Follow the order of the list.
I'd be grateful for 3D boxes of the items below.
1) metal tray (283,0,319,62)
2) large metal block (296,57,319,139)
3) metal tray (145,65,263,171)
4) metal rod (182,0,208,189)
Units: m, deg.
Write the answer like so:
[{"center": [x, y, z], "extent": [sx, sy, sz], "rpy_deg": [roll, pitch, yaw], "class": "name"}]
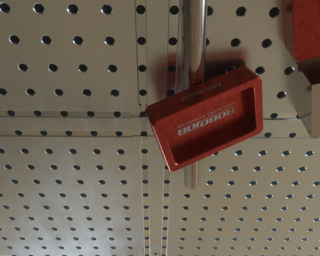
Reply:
[{"center": [0.193, -0.126, 0.303], "extent": [0.130, 0.030, 0.090], "rpy_deg": [-14, 129, 11], "class": "metal tray"}, {"center": [0.210, -0.041, 0.362], "extent": [0.080, 0.050, 0.080], "rpy_deg": [-13, 129, 11], "class": "large metal block"}, {"center": [0.057, -0.009, 0.371], "extent": [0.131, 0.030, 0.090], "rpy_deg": [-23, 133, -5], "class": "metal tray"}, {"center": [0.042, -0.028, 0.387], "extent": [0.025, 0.025, 0.298], "rpy_deg": [-3, 130, 2], "class": "metal rod"}]
